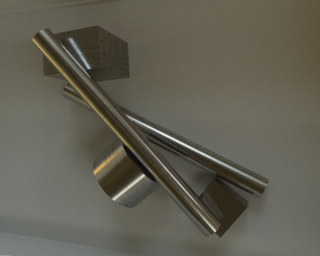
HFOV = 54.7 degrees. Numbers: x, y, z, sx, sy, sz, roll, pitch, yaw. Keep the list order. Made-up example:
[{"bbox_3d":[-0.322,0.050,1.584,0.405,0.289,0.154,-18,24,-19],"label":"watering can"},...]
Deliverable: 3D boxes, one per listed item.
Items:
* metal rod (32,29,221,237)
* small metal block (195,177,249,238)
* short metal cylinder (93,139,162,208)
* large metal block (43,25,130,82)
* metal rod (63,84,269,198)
[{"bbox_3d":[-0.038,0.005,0.360,0.025,0.025,0.300,-42,90,15],"label":"metal rod"},{"bbox_3d":[0.073,0.096,0.383,0.050,0.025,0.050,40,102,15],"label":"small metal block"},{"bbox_3d":[-0.037,0.052,0.391,0.050,0.080,0.080,-42,77,15],"label":"short metal cylinder"},{"bbox_3d":[-0.096,-0.093,0.413,0.080,0.080,0.050,-4,89,19],"label":"large metal block"},{"bbox_3d":[-0.005,0.008,0.410,0.301,0.025,0.025,26,99,17],"label":"metal rod"}]
